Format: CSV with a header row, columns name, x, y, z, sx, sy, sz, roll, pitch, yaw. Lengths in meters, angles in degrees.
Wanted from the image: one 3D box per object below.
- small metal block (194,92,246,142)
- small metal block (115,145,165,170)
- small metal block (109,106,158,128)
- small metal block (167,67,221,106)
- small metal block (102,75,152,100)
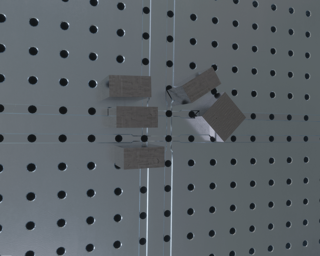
name,x,y,z,sx,sy,sz,roll,pitch,yaw
small metal block,0.086,-0.016,0.444,0.050,0.025,0.050,-46,104,-14
small metal block,-0.027,0.035,0.389,0.050,0.050,0.025,-1,91,-20
small metal block,-0.035,-0.013,0.386,0.050,0.050,0.025,0,90,-20
small metal block,0.045,-0.055,0.415,0.050,0.050,0.025,-34,101,-17
small metal block,-0.043,-0.049,0.383,0.050,0.050,0.025,-2,91,-20
